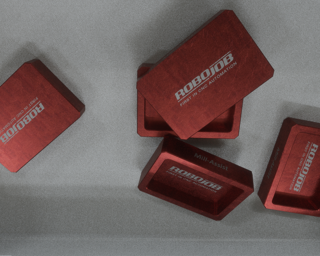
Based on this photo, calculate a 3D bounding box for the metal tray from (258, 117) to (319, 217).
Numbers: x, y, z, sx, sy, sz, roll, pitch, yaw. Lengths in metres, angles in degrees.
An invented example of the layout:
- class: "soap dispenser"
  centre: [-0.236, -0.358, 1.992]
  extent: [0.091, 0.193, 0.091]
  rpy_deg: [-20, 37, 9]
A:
- class: "metal tray"
  centre: [0.201, 0.057, 0.432]
  extent: [0.091, 0.030, 0.129]
  rpy_deg: [10, 110, -5]

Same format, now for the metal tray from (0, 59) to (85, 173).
- class: "metal tray"
  centre: [-0.175, -0.014, 0.401]
  extent: [0.130, 0.030, 0.090]
  rpy_deg: [-39, 106, 12]

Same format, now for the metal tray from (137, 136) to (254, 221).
- class: "metal tray"
  centre: [0.047, 0.072, 0.418]
  extent: [0.131, 0.030, 0.089]
  rpy_deg: [24, 131, -9]

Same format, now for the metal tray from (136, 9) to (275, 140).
- class: "metal tray"
  centre: [0.050, -0.059, 0.355]
  extent: [0.130, 0.030, 0.090]
  rpy_deg: [-38, 106, 12]

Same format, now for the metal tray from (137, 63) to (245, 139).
- class: "metal tray"
  centre: [0.037, -0.034, 0.396]
  extent: [0.131, 0.030, 0.089]
  rpy_deg: [1, 110, -1]
